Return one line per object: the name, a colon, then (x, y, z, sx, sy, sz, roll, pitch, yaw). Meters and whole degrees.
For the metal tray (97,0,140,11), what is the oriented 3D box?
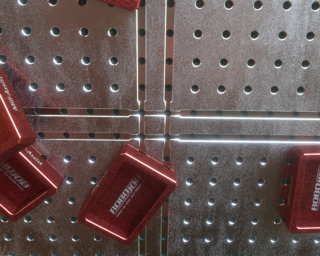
metal tray: (-0.051, -0.204, 0.334, 0.091, 0.030, 0.129, 16, 109, -6)

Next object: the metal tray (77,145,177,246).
metal tray: (-0.048, 0.099, 0.446, 0.090, 0.030, 0.129, 32, 107, -12)

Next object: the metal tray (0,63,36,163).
metal tray: (-0.218, -0.020, 0.372, 0.090, 0.030, 0.130, -29, 83, 9)

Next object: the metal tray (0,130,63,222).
metal tray: (-0.213, 0.058, 0.429, 0.090, 0.030, 0.130, -36, 107, 12)

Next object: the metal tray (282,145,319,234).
metal tray: (0.233, 0.089, 0.446, 0.091, 0.030, 0.129, -2, 110, 0)
